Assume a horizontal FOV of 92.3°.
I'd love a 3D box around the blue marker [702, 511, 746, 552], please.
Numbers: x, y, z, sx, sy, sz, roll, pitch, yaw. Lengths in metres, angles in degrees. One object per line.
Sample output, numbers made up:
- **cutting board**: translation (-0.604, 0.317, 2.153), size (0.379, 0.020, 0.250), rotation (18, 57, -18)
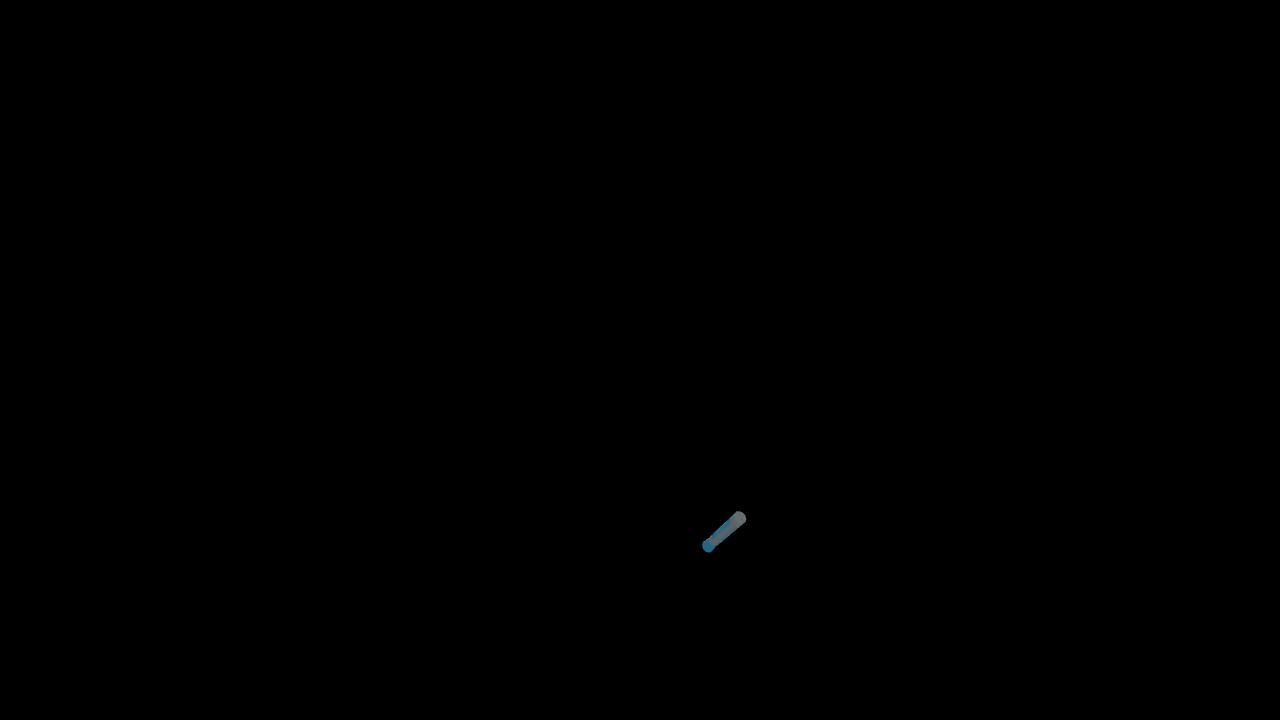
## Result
- **blue marker**: translation (0.123, 0.258, 0.915), size (0.020, 0.020, 0.121), rotation (0, -36, -24)
